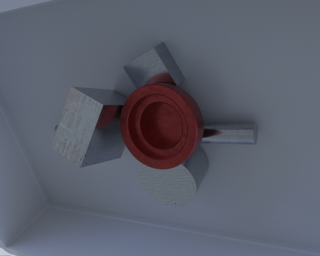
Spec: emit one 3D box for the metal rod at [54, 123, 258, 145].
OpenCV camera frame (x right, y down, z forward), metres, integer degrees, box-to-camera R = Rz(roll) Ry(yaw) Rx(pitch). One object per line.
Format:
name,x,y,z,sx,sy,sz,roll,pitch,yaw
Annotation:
metal rod,-0.025,0.006,0.420,0.300,0.025,0.025,0,119,27

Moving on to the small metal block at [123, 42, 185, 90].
small metal block,-0.007,-0.066,0.369,0.050,0.025,0.050,-23,107,36

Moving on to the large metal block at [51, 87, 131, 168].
large metal block,-0.078,-0.003,0.390,0.050,0.080,0.079,30,106,23

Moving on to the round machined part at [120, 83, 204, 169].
round machined part,0.005,-0.004,0.364,0.098,0.042,0.097,6,104,27

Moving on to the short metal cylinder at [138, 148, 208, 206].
short metal cylinder,0.018,0.057,0.413,0.080,0.050,0.079,13,124,20
